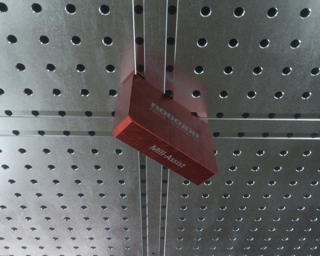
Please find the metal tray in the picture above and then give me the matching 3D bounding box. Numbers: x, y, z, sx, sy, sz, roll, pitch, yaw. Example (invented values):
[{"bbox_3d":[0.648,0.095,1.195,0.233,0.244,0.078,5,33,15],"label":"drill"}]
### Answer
[{"bbox_3d":[0.009,0.002,0.370,0.130,0.090,0.030,33,123,-25],"label":"metal tray"}]
